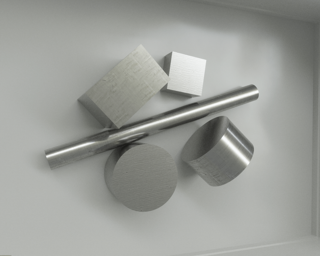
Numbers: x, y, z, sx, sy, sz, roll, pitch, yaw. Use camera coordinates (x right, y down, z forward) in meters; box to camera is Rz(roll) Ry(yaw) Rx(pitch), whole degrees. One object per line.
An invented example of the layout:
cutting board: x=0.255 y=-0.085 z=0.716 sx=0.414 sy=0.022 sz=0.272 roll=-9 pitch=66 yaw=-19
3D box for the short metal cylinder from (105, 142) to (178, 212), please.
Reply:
short metal cylinder: x=-0.025 y=0.058 z=0.387 sx=0.081 sy=0.050 sz=0.079 roll=0 pitch=90 yaw=-21

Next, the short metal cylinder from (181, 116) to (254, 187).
short metal cylinder: x=0.075 y=0.030 z=0.409 sx=0.050 sy=0.080 sz=0.080 roll=45 pitch=76 yaw=-15

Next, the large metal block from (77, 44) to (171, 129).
large metal block: x=-0.045 y=-0.045 z=0.364 sx=0.080 sy=0.080 sz=0.050 roll=-45 pitch=105 yaw=-15

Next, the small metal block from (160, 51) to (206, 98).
small metal block: x=0.032 y=-0.072 z=0.422 sx=0.050 sy=0.025 sz=0.050 roll=9 pitch=87 yaw=-20

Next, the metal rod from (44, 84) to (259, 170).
metal rod: x=0.004 y=-0.008 z=0.412 sx=0.302 sy=0.025 sz=0.025 roll=-19 pitch=97 yaw=-20
